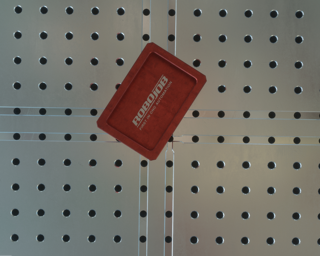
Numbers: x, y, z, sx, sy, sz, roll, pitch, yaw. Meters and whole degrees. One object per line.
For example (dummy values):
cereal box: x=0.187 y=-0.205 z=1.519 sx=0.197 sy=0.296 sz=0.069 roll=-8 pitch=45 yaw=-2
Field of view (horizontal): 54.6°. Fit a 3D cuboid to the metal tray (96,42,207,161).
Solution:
metal tray: x=-0.011 y=-0.034 z=0.410 sx=0.090 sy=0.030 sz=0.130 roll=33 pitch=90 yaw=0
